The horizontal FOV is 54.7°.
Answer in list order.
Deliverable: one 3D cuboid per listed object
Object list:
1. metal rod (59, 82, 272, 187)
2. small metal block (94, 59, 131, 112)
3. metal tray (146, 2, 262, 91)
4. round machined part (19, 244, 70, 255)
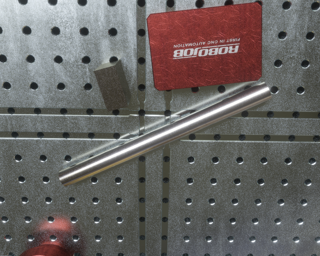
[{"bbox_3d":[0.001,0.012,0.417,0.301,0.025,0.025,-24,109,8],"label":"metal rod"},{"bbox_3d":[-0.056,-0.053,0.380,0.025,0.050,0.050,-14,110,5],"label":"small metal block"},{"bbox_3d":[0.054,-0.098,0.375,0.131,0.030,0.089,-6,110,1],"label":"metal tray"},{"bbox_3d":[-0.177,0.223,0.484,0.099,0.042,0.097,0,110,-1],"label":"round machined part"}]
